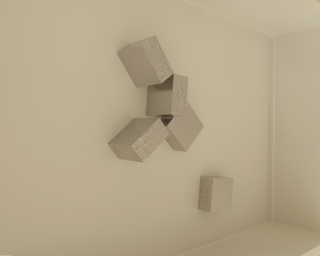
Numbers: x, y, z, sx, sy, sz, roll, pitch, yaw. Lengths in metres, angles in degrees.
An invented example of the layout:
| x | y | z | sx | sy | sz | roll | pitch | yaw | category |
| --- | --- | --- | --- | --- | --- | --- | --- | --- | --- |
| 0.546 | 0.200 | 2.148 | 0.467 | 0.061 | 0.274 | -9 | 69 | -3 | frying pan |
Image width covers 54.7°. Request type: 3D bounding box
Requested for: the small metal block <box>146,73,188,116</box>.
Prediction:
| x | y | z | sx | sy | sz | roll | pitch | yaw | category |
| --- | --- | --- | --- | --- | --- | --- | --- | --- | --- |
| 0.008 | -0.040 | 0.399 | 0.025 | 0.050 | 0.050 | 6 | 87 | -40 | small metal block |

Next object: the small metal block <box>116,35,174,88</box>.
| x | y | z | sx | sy | sz | roll | pitch | yaw | category |
| --- | --- | --- | --- | --- | --- | --- | --- | --- | --- |
| -0.018 | -0.079 | 0.377 | 0.025 | 0.050 | 0.050 | -44 | 117 | -31 | small metal block |

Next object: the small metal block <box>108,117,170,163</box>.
| x | y | z | sx | sy | sz | roll | pitch | yaw | category |
| --- | --- | --- | --- | --- | --- | --- | --- | --- | --- |
| -0.026 | 0.013 | 0.370 | 0.050 | 0.050 | 0.025 | -47 | 118 | -30 | small metal block |

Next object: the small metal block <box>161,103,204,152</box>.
| x | y | z | sx | sy | sz | roll | pitch | yaw | category |
| --- | --- | --- | --- | --- | --- | --- | --- | --- | --- |
| 0.028 | -0.003 | 0.433 | 0.050 | 0.025 | 0.050 | -53 | 121 | -27 | small metal block |

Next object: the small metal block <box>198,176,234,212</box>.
| x | y | z | sx | sy | sz | roll | pitch | yaw | category |
| --- | --- | --- | --- | --- | --- | --- | --- | --- | --- |
| 0.087 | 0.102 | 0.483 | 0.050 | 0.025 | 0.050 | 7 | 85 | -40 | small metal block |
